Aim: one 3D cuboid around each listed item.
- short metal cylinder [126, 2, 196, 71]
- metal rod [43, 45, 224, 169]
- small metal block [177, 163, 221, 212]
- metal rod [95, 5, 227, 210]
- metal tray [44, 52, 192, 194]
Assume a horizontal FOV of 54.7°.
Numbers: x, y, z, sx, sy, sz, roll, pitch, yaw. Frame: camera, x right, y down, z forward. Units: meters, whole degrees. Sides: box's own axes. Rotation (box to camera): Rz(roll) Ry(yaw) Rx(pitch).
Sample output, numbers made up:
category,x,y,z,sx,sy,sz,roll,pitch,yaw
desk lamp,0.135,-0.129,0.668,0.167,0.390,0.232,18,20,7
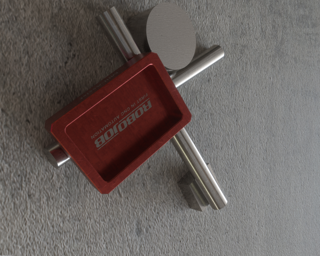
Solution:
category,x,y,z,sx,sy,sz,roll,pitch,yaw
short metal cylinder,-0.001,-0.110,0.390,0.081,0.050,0.079,0,90,-40
metal rod,-0.011,-0.044,0.399,0.302,0.025,0.025,-37,113,-34
small metal block,0.059,0.086,0.458,0.050,0.025,0.050,-41,115,-32
metal rod,0.014,-0.007,0.388,0.025,0.025,0.299,-47,118,-30
metal tray,-0.037,-0.007,0.323,0.131,0.030,0.090,-41,115,-20
